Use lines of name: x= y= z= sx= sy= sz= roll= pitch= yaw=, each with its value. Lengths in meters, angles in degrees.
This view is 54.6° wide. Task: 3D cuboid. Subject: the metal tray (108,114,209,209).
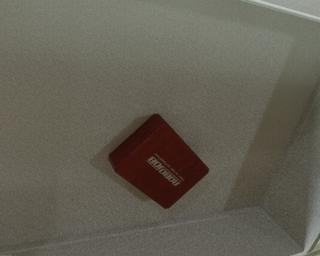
metal tray: x=0.003 y=0.052 z=0.438 sx=0.090 sy=0.030 sz=0.130 roll=-43 pitch=129 yaw=1
